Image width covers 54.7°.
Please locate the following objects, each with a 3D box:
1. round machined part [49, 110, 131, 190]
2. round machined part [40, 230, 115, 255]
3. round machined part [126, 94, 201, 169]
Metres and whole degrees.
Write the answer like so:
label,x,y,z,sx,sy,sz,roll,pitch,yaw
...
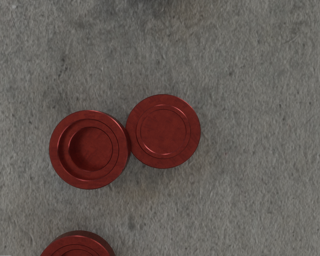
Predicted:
label,x,y,z,sx,sy,sz,roll,pitch,yaw
round machined part,-0.086,0.026,0.398,0.099,0.042,0.097,0,91,4
round machined part,-0.104,0.181,0.400,0.099,0.042,0.097,0,90,-1
round machined part,0.004,0.004,0.402,0.099,0.042,0.097,0,90,-1
